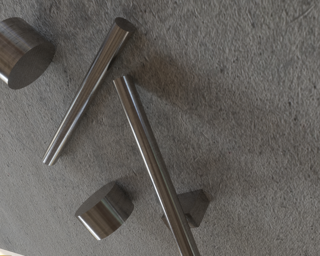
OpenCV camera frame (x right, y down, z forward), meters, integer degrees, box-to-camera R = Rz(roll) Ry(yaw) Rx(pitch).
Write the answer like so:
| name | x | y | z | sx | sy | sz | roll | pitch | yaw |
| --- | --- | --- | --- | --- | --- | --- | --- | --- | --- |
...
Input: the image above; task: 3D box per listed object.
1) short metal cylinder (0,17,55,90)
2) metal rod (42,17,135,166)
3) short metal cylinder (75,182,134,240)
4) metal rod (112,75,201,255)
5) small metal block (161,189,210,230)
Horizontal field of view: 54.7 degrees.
| name | x | y | z | sx | sy | sz | roll | pitch | yaw |
| --- | --- | --- | --- | --- | --- | --- | --- | --- | --- |
| short metal cylinder | -0.188 | -0.097 | 0.410 | 0.050 | 0.080 | 0.080 | 41 | 129 | 0 |
| metal rod | -0.117 | -0.032 | 0.448 | 0.025 | 0.025 | 0.298 | 41 | 129 | 0 |
| short metal cylinder | -0.089 | 0.132 | 0.500 | 0.080 | 0.080 | 0.050 | -30 | 102 | 38 |
| metal rod | 0.005 | 0.076 | 0.402 | 0.025 | 0.025 | 0.299 | -19 | 94 | 35 |
| small metal block | 0.037 | 0.118 | 0.444 | 0.050 | 0.050 | 0.025 | -22 | 106 | 36 |
